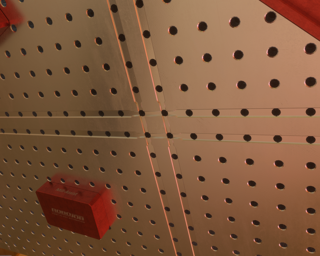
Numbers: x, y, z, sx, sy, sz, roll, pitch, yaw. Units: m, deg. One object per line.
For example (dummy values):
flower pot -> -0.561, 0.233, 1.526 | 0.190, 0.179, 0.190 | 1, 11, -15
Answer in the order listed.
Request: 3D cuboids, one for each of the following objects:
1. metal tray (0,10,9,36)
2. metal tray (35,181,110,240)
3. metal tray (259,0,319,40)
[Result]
metal tray -> -0.288, -0.181, 0.444 | 0.090, 0.030, 0.130 | -24, 106, 36
metal tray -> -0.166, 0.156, 0.589 | 0.130, 0.030, 0.089 | 7, 122, 24
metal tray -> 0.127, -0.138, 0.255 | 0.130, 0.030, 0.089 | 36, 129, 3
